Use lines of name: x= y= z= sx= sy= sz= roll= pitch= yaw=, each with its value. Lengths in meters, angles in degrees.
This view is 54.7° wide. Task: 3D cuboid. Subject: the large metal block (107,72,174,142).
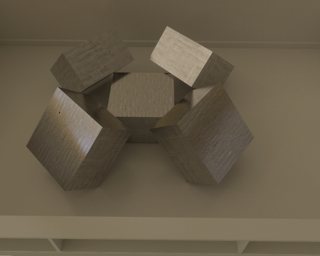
large metal block: x=-0.023 y=-0.028 z=0.409 sx=0.080 sy=0.050 sz=0.080 roll=1 pitch=50 yaw=0

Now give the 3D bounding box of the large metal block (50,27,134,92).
large metal block: x=-0.096 y=-0.087 z=0.429 sx=0.080 sy=0.080 sz=0.050 roll=-38 pitch=103 yaw=-28

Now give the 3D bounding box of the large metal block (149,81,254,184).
large metal block: x=0.049 y=0.006 z=0.353 sx=0.080 sy=0.050 sz=0.080 roll=-44 pitch=108 yaw=-31

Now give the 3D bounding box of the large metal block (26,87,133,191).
large metal block: x=-0.092 y=0.012 z=0.349 sx=0.080 sy=0.050 sz=0.080 roll=39 pitch=104 yaw=27

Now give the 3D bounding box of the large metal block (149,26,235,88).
large metal block: x=0.046 y=-0.092 z=0.438 sx=0.080 sy=0.050 sz=0.080 roll=39 pitch=17 yaw=28
